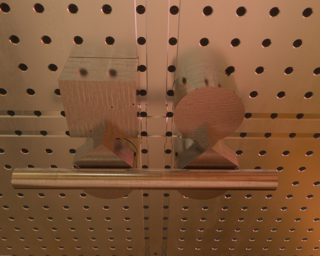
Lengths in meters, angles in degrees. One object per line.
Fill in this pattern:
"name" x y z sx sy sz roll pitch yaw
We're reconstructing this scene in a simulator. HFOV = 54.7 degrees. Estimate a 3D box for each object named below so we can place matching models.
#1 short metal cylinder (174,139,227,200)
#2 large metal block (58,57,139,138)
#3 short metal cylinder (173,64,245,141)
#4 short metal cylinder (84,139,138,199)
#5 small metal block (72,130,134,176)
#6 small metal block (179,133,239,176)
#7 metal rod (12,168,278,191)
"short metal cylinder" 0.061 0.059 0.446 0.081 0.050 0.079 0 130 0
"large metal block" -0.066 -0.034 0.364 0.081 0.050 0.079 1 130 -1
"short metal cylinder" 0.056 -0.029 0.371 0.081 0.050 0.079 0 130 0
"short metal cylinder" -0.073 0.057 0.442 0.081 0.050 0.079 0 130 0
"small metal block" -0.068 0.037 0.377 0.050 0.025 0.050 -33 123 24
"small metal block" 0.060 0.041 0.381 0.050 0.025 0.050 33 123 -25
"metal rod" -0.016 0.060 0.363 0.302 0.025 0.025 1 130 -1
